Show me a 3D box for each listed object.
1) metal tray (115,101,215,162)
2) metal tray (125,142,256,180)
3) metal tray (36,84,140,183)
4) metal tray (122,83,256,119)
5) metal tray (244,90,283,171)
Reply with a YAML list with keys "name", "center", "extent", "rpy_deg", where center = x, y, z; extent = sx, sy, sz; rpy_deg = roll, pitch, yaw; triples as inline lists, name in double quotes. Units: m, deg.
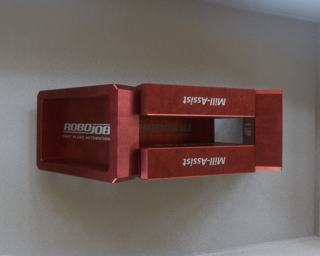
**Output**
- name: "metal tray"
  center: [0.008, 0.003, 0.409]
  extent: [0.131, 0.030, 0.089]
  rpy_deg: [0, 90, -21]
- name: "metal tray"
  center: [0.029, 0.034, 0.353]
  extent: [0.131, 0.090, 0.030]
  rpy_deg: [0, 90, -21]
- name: "metal tray"
  center: [-0.080, 0.004, 0.325]
  extent: [0.030, 0.130, 0.089]
  rpy_deg: [0, 91, -52]
- name: "metal tray"
  center: [0.030, -0.027, 0.352]
  extent: [0.131, 0.090, 0.030]
  rpy_deg: [0, 90, -20]
- name: "metal tray"
  center: [0.129, 0.002, 0.402]
  extent: [0.030, 0.130, 0.089]
  rpy_deg: [1, 91, 10]
